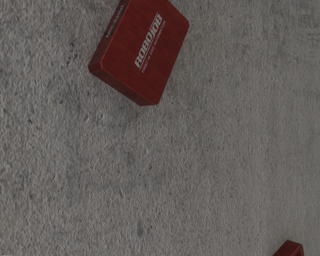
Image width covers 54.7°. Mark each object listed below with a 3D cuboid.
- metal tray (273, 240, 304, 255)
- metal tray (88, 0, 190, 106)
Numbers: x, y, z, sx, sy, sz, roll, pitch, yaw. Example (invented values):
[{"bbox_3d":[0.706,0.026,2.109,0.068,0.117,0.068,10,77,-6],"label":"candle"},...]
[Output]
[{"bbox_3d":[0.258,0.305,0.617,0.091,0.030,0.129,-22,104,-38],"label":"metal tray"},{"bbox_3d":[-0.021,-0.103,0.383,0.090,0.030,0.130,33,70,-35],"label":"metal tray"}]
